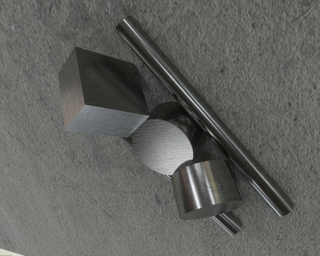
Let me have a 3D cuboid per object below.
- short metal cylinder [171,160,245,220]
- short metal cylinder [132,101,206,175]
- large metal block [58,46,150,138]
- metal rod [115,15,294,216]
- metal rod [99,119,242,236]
[{"bbox_3d":[0.058,0.078,0.383,0.080,0.081,0.050,-36,56,38],"label":"short metal cylinder"},{"bbox_3d":[0.012,0.013,0.393,0.080,0.050,0.079,13,124,21],"label":"short metal cylinder"},{"bbox_3d":[-0.067,-0.039,0.364,0.050,0.081,0.080,-42,53,39],"label":"large metal block"},{"bbox_3d":[0.057,-0.010,0.372,0.300,0.025,0.025,48,129,-6],"label":"metal rod"},{"bbox_3d":[-0.004,0.043,0.436,0.300,0.025,0.025,42,129,-1],"label":"metal rod"}]
